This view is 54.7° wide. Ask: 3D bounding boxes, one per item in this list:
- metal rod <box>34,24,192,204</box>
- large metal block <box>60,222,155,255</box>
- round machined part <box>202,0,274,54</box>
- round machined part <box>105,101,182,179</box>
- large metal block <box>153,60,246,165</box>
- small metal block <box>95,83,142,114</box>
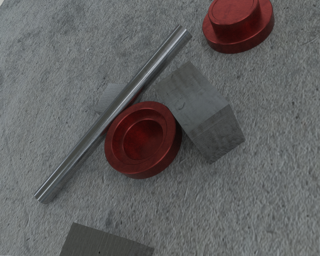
[{"bbox_3d":[-0.066,-0.015,0.417,0.299,0.025,0.025,-49,51,5],"label":"metal rod"},{"bbox_3d":[-0.063,0.154,0.327,0.080,0.050,0.080,5,64,30],"label":"large metal block"},{"bbox_3d":[0.106,-0.155,0.433,0.098,0.042,0.098,-13,56,21],"label":"round machined part"},{"bbox_3d":[-0.017,0.018,0.390,0.098,0.042,0.098,-13,57,22],"label":"round machined part"},{"bbox_3d":[0.046,-0.016,0.355,0.050,0.080,0.080,-36,51,4],"label":"large metal block"},{"bbox_3d":[-0.060,-0.037,0.459,0.050,0.025,0.050,9,66,32],"label":"small metal block"}]
